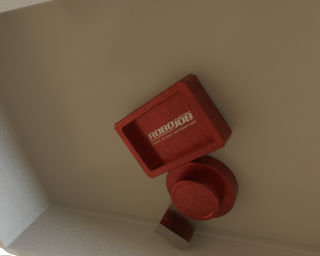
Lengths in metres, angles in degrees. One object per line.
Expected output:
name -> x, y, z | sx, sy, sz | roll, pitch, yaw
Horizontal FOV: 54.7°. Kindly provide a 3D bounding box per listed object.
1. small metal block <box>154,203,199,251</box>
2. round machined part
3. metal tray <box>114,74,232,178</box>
small metal block -> 0.026, 0.146, 0.468 | 0.050, 0.050, 0.025 | 32, 128, 7
round machined part -> 0.053, 0.087, 0.423 | 0.098, 0.042, 0.097 | 13, 124, 20
metal tray -> 0.012, 0.003, 0.393 | 0.130, 0.030, 0.090 | -30, 96, 37
